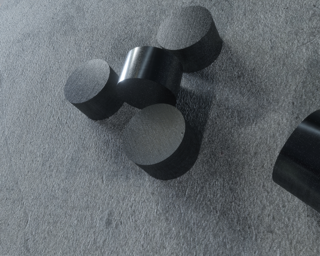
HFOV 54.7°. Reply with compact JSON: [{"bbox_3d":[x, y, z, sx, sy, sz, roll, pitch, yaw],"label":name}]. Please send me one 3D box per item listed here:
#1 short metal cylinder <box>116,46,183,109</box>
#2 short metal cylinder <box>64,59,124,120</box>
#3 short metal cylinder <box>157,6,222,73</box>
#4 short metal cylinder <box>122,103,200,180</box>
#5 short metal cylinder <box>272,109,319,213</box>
[{"bbox_3d":[-0.013,-0.063,0.414,0.080,0.080,0.050,-1,62,28],"label":"short metal cylinder"},{"bbox_3d":[-0.098,-0.058,0.475,0.080,0.050,0.080,-13,56,21],"label":"short metal cylinder"},{"bbox_3d":[0.043,-0.126,0.443,0.080,0.050,0.080,-13,56,21],"label":"short metal cylinder"},{"bbox_3d":[0.002,0.017,0.376,0.080,0.050,0.080,-13,56,21],"label":"short metal cylinder"},{"bbox_3d":[0.146,0.030,0.273,0.080,0.080,0.050,-48,51,-6],"label":"short metal cylinder"}]
